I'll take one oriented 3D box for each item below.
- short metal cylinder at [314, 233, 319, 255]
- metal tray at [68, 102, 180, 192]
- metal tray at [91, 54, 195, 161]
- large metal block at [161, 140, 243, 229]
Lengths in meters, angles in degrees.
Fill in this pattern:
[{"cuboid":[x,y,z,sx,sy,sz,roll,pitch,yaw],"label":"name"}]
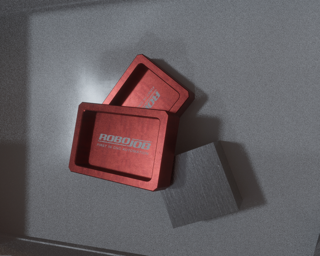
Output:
[{"cuboid":[0.204,0.135,0.318,0.080,0.050,0.079,0,90,31],"label":"short metal cylinder"},{"cuboid":[-0.047,0.019,0.377,0.130,0.030,0.089,8,87,28],"label":"metal tray"},{"cuboid":[-0.028,-0.021,0.416,0.090,0.030,0.130,41,103,15],"label":"metal tray"},{"cuboid":[0.046,0.067,0.380,0.080,0.050,0.080,-22,83,18],"label":"large metal block"}]
